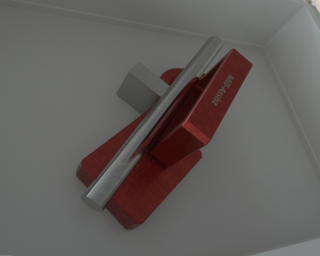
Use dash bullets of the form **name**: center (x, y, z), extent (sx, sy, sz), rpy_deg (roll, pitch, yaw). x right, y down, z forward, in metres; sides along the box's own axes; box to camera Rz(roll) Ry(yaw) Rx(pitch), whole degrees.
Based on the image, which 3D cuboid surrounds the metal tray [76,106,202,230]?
- **metal tray**: center (-0.019, 0.041, 0.366), extent (0.090, 0.030, 0.131), rpy_deg (46, 51, 4)

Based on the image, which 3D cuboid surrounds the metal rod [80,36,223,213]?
- **metal rod**: center (0.009, -0.027, 0.377), extent (0.025, 0.025, 0.301), rpy_deg (39, 55, -3)

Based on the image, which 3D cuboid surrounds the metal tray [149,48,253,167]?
- **metal tray**: center (0.047, -0.023, 0.354), extent (0.030, 0.090, 0.130), rpy_deg (39, 57, -6)

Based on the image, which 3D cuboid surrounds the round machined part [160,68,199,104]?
- **round machined part**: center (0.043, -0.048, 0.446), extent (0.099, 0.042, 0.098), rpy_deg (14, 56, -21)

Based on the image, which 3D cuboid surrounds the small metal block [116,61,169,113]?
- **small metal block**: center (-0.023, -0.050, 0.407), extent (0.050, 0.050, 0.025), rpy_deg (39, 51, -3)
